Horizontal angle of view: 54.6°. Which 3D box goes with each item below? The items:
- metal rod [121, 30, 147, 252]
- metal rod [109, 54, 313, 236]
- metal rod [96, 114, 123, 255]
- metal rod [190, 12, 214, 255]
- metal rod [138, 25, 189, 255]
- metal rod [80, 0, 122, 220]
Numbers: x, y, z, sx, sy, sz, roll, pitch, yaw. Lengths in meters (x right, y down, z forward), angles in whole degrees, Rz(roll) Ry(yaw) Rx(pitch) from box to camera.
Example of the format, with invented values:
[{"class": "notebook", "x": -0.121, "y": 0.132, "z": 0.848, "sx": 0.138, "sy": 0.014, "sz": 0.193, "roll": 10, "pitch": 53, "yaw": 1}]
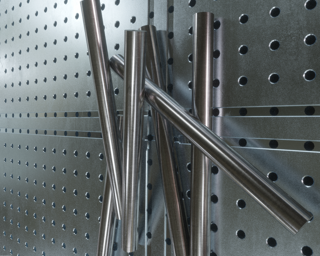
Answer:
[{"class": "metal rod", "x": -0.035, "y": 0.031, "z": 0.395, "sx": 0.025, "sy": 0.025, "sz": 0.298, "roll": 21, "pitch": 117, "yaw": 38}, {"class": "metal rod", "x": 0.033, "y": -0.002, "z": 0.349, "sx": 0.300, "sy": 0.025, "sz": 0.025, "roll": 43, "pitch": 116, "yaw": 31}, {"class": "metal rod", "x": -0.077, "y": 0.128, "z": 0.474, "sx": 0.025, "sy": 0.025, "sz": 0.298, "roll": 13, "pitch": 98, "yaw": 39}, {"class": "metal rod", "x": 0.050, "y": 0.016, "z": 0.369, "sx": 0.025, "sy": 0.025, "sz": 0.298, "roll": 1, "pitch": 91, "yaw": 40}, {"class": "metal rod", "x": 0.006, "y": 0.011, "z": 0.405, "sx": 0.025, "sy": 0.025, "sz": 0.299, "roll": -15, "pitch": 80, "yaw": 39}, {"class": "metal rod", "x": -0.071, "y": -0.016, "z": 0.424, "sx": 0.025, "sy": 0.025, "sz": 0.298, "roll": 3, "pitch": 106, "yaw": 40}]
